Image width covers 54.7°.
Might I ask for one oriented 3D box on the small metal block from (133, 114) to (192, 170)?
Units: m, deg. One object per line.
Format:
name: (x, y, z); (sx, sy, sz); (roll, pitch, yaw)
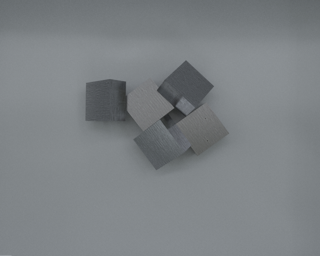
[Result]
small metal block: (0.003, 0.018, 0.398); (0.050, 0.025, 0.050); (-36, 90, 31)

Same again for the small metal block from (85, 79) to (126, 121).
small metal block: (-0.070, -0.034, 0.395); (0.050, 0.025, 0.050); (0, 90, 43)

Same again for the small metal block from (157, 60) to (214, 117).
small metal block: (0.033, -0.051, 0.399); (0.050, 0.025, 0.050); (43, 55, -1)

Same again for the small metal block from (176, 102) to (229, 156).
small metal block: (0.054, 0.001, 0.410); (0.050, 0.025, 0.050); (-36, 90, 0)

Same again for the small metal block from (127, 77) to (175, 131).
small metal block: (-0.017, -0.030, 0.409); (0.050, 0.025, 0.050); (-38, 91, 0)
